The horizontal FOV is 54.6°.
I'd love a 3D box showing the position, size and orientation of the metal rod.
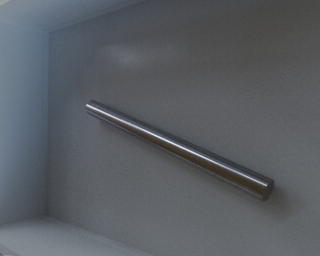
[{"bbox_3d":[0.001,0.015,0.405,0.300,0.025,0.025,24,105,37],"label":"metal rod"}]
